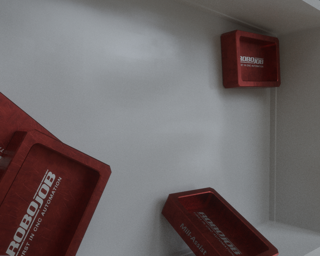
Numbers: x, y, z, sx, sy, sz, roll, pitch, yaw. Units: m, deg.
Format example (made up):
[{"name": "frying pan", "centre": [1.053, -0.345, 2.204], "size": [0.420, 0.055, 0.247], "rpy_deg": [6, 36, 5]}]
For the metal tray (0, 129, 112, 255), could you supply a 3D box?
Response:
[{"name": "metal tray", "centre": [-0.109, 0.076, 0.272], "size": [0.090, 0.030, 0.130], "rpy_deg": [34, 69, -35]}]

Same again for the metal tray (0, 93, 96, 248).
[{"name": "metal tray", "centre": [-0.135, 0.041, 0.291], "size": [0.130, 0.030, 0.090], "rpy_deg": [47, 62, -30]}]

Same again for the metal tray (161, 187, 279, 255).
[{"name": "metal tray", "centre": [0.074, 0.133, 0.402], "size": [0.091, 0.130, 0.030], "rpy_deg": [1, 120, -40]}]

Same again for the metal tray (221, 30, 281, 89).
[{"name": "metal tray", "centre": [0.160, -0.115, 0.536], "size": [0.131, 0.030, 0.089], "rpy_deg": [-6, 94, -40]}]
